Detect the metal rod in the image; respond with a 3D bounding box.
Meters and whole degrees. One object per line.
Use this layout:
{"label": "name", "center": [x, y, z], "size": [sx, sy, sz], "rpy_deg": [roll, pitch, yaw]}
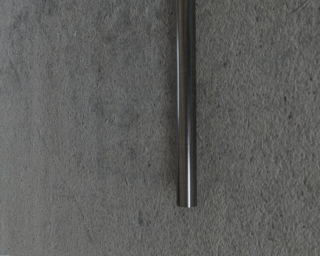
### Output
{"label": "metal rod", "center": [0.032, -0.055, 0.379], "size": [0.025, 0.025, 0.298], "rpy_deg": [-1, 90, 40]}
